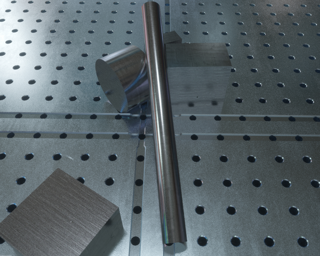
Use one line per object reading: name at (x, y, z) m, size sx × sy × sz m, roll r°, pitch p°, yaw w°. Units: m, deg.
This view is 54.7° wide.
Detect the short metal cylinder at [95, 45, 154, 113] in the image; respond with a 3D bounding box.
short metal cylinder at (-0.046, -0.067, 0.428) m, size 0.050 × 0.080 × 0.080 m, roll -31°, pitch 57°, yaw -23°

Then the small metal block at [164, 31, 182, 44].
small metal block at (0.006, -0.121, 0.493) m, size 0.050 × 0.050 × 0.025 m, roll -20°, pitch 53°, yaw -16°

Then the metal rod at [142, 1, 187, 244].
metal rod at (0.001, -0.023, 0.365) m, size 0.025 × 0.025 × 0.299 m, roll -4°, pitch 69°, yaw -4°

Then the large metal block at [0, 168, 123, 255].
large metal block at (-0.095, 0.100, 0.306) m, size 0.080 × 0.050 × 0.080 m, roll 27°, pitch 55°, yaw 20°

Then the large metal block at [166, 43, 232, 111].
large metal block at (0.049, -0.070, 0.431) m, size 0.081 × 0.080 × 0.050 m, roll -2°, pitch 50°, yaw -2°
